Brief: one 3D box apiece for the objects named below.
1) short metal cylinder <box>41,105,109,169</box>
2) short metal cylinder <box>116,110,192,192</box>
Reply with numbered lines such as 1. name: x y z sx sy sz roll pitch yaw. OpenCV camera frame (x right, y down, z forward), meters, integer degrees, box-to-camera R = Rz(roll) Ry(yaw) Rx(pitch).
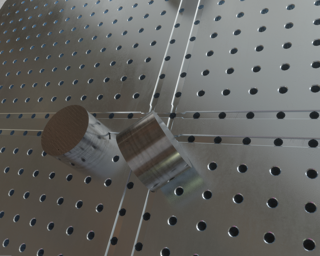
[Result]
1. short metal cylinder: -0.122 0.014 0.448 0.080 0.050 0.080 -13 56 21
2. short metal cylinder: -0.006 0.026 0.360 0.050 0.080 0.080 -35 51 6
